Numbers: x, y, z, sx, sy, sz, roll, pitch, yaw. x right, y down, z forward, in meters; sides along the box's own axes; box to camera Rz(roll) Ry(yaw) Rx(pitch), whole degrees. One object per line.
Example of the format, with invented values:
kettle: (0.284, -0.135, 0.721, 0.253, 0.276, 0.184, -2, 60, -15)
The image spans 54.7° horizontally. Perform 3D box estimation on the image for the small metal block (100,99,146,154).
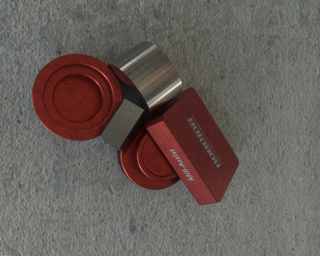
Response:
small metal block: (-0.041, 0.000, 0.364, 0.025, 0.050, 0.050, 31, 79, 7)

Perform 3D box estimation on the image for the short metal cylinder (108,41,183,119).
short metal cylinder: (-0.019, -0.057, 0.376, 0.050, 0.080, 0.080, -40, 103, -16)

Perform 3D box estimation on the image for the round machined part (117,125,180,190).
round machined part: (-0.002, 0.032, 0.401, 0.099, 0.042, 0.097, 0, 90, -21)

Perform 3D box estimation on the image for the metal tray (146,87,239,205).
metal tray: (0.048, 0.022, 0.403, 0.130, 0.030, 0.090, 56, 42, -12)

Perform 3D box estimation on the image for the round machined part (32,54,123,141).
round machined part: (-0.097, -0.034, 0.366, 0.099, 0.042, 0.097, 0, 90, -21)
